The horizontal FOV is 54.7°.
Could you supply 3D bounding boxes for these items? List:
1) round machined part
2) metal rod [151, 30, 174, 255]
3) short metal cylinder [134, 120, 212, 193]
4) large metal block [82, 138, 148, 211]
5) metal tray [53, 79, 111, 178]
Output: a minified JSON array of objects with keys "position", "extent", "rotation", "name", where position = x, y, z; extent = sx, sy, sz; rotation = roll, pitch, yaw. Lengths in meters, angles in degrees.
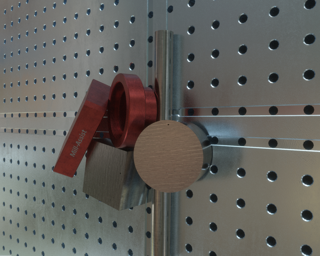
[{"position":[-0.036,-0.022,0.412],"extent":[0.098,0.042,0.097],"rotation":[-178,90,-65],"name":"round machined part"},{"position":[0.003,0.024,0.408],"extent":[0.025,0.025,0.298],"rotation":[1,91,40],"name":"metal rod"},{"position":[0.016,0.031,0.363],"extent":[0.080,0.050,0.079],"rotation":[0,90,20],"name":"short metal cylinder"},{"position":[-0.062,0.062,0.444],"extent":[0.080,0.050,0.079],"rotation":[14,99,39],"name":"large metal block"},{"position":[-0.118,0.000,0.471],"extent":[0.129,0.030,0.090],"rotation":[-59,18,23],"name":"metal tray"}]
